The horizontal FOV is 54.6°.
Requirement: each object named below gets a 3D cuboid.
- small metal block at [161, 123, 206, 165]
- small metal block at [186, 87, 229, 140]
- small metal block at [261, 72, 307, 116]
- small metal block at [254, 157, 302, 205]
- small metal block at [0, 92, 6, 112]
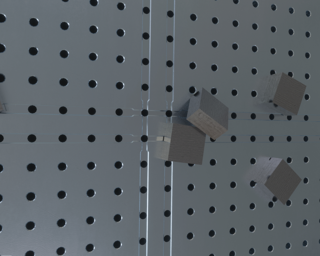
[{"bbox_3d":[0.033,0.022,0.424,0.050,0.025,0.050,9,87,-20],"label":"small metal block"},{"bbox_3d":[0.066,-0.020,0.422,0.050,0.025,0.050,36,38,-17],"label":"small metal block"},{"bbox_3d":[0.193,-0.052,0.483,0.050,0.025,0.050,23,82,-19],"label":"small metal block"},{"bbox_3d":[0.182,0.082,0.479,0.050,0.025,0.050,44,76,-15],"label":"small metal block"},{"bbox_3d":[-0.204,-0.037,0.338,0.050,0.025,0.050,-17,96,-19],"label":"small metal block"}]
